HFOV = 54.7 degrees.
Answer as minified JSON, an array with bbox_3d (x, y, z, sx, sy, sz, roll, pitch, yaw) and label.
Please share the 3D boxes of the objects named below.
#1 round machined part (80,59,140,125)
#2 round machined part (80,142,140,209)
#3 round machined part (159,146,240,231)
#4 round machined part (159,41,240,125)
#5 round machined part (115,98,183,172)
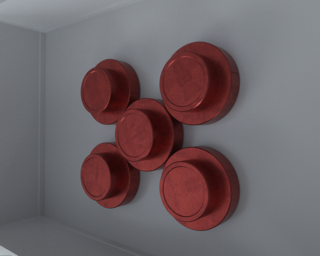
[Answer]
[{"bbox_3d":[-0.080,-0.053,0.457,0.098,0.042,0.097,0,90,39],"label":"round machined part"},{"bbox_3d":[-0.080,0.070,0.457,0.098,0.042,0.097,0,90,39],"label":"round machined part"},{"bbox_3d":[0.038,0.071,0.361,0.098,0.042,0.097,0,90,39],"label":"round machined part"},{"bbox_3d":[0.038,-0.052,0.361,0.098,0.042,0.097,0,90,39],"label":"round machined part"},{"bbox_3d":[-0.021,0.009,0.409,0.098,0.042,0.097,0,90,39],"label":"round machined part"}]
